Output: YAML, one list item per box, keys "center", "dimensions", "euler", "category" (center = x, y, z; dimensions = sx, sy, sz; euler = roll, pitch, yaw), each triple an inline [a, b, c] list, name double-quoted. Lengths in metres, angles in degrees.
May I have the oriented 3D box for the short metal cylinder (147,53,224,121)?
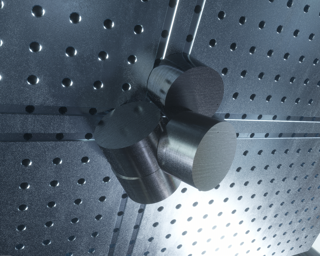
- center: [0.031, -0.046, 0.384]
  dimensions: [0.081, 0.050, 0.079]
  euler: [-14, 125, -21]
  category: "short metal cylinder"

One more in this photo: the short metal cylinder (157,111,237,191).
- center: [0.043, 0.025, 0.352]
  dimensions: [0.081, 0.050, 0.079]
  euler: [-20, 120, -41]
  category: "short metal cylinder"

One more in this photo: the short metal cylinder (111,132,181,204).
- center: [-0.016, 0.050, 0.399]
  dimensions: [0.080, 0.080, 0.050]
  euler: [-30, 129, -10]
  category: "short metal cylinder"

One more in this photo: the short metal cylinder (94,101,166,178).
- center: [-0.030, 0.013, 0.368]
  dimensions: [0.080, 0.080, 0.050]
  euler: [-30, 129, -10]
  category: "short metal cylinder"

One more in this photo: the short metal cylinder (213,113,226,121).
- center: [0.055, 0.012, 0.434]
  dimensions: [0.081, 0.050, 0.079]
  euler: [-14, 125, -21]
  category: "short metal cylinder"
